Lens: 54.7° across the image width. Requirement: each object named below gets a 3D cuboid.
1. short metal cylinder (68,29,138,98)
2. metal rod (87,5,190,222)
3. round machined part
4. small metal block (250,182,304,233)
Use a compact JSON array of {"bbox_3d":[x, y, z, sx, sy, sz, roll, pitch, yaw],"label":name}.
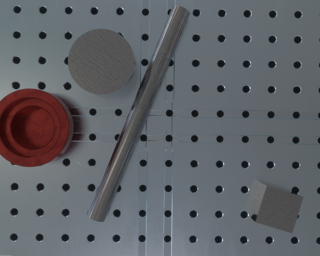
[{"bbox_3d":[-0.071,-0.081,0.400,0.081,0.050,0.079,0,90,0],"label":"short metal cylinder"},{"bbox_3d":[-0.028,-0.019,0.413,0.025,0.025,0.299,22,90,0],"label":"metal rod"},{"bbox_3d":[-0.162,0.000,0.404,0.099,0.042,0.097,0,90,0],"label":"round machined part"},{"bbox_3d":[0.155,0.106,0.415,0.050,0.025,0.050,17,90,0],"label":"small metal block"}]
